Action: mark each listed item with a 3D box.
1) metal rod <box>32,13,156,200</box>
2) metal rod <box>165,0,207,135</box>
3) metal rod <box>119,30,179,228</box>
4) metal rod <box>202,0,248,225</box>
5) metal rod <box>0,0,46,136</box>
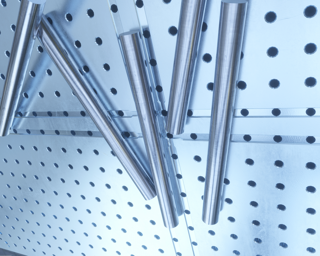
[{"bbox_3d":[-0.088,-0.020,0.443,0.025,0.025,0.299,-21,108,35],"label":"metal rod"},{"bbox_3d":[0.033,-0.121,0.317,0.025,0.025,0.298,18,126,17],"label":"metal rod"},{"bbox_3d":[-0.009,0.020,0.426,0.025,0.025,0.298,3,120,26],"label":"metal rod"},{"bbox_3d":[0.072,0.005,0.375,0.025,0.025,0.298,13,124,21],"label":"metal rod"},{"bbox_3d":[-0.213,-0.072,0.455,0.025,0.025,0.298,42,135,-1],"label":"metal rod"}]
